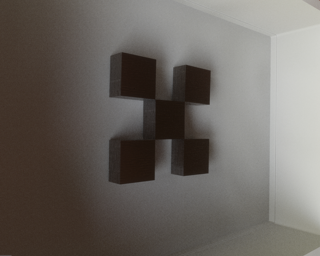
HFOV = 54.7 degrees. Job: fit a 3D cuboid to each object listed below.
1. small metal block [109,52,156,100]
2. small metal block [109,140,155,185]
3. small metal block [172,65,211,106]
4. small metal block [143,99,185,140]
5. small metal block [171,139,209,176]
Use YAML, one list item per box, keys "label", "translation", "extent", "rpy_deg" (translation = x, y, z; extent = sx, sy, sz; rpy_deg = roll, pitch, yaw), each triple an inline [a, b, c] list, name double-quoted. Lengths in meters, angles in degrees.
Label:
- label: "small metal block"
  translation: [-0.033, -0.061, 0.376]
  extent: [0.050, 0.025, 0.050]
  rpy_deg: [2, 89, -40]
- label: "small metal block"
  translation: [-0.034, 0.039, 0.376]
  extent: [0.050, 0.025, 0.050]
  rpy_deg: [1, 90, -40]
- label: "small metal block"
  translation: [0.045, -0.059, 0.441]
  extent: [0.050, 0.025, 0.050]
  rpy_deg: [3, 88, -40]
- label: "small metal block"
  translation: [0.006, -0.010, 0.408]
  extent: [0.050, 0.025, 0.050]
  rpy_deg: [1, 90, -40]
- label: "small metal block"
  translation: [0.043, 0.040, 0.440]
  extent: [0.050, 0.025, 0.050]
  rpy_deg: [2, 89, -40]
